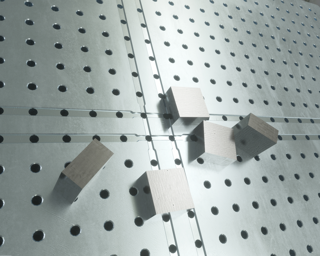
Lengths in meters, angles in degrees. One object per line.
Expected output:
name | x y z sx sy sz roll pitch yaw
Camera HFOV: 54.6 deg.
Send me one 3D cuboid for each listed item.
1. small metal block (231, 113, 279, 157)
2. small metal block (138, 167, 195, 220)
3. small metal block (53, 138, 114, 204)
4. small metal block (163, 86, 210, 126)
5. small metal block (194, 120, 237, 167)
small metal block | 0.136 0.011 0.458 0.050 0.050 0.025 31 52 -8
small metal block | 0.007 0.076 0.365 0.050 0.025 0.050 -1 62 -29
small metal block | -0.079 0.045 0.322 0.025 0.050 0.050 40 51 -1
small metal block | 0.038 -0.031 0.447 0.050 0.025 0.050 -1 62 -29
small metal block | 0.077 0.022 0.436 0.050 0.025 0.050 15 56 -20
